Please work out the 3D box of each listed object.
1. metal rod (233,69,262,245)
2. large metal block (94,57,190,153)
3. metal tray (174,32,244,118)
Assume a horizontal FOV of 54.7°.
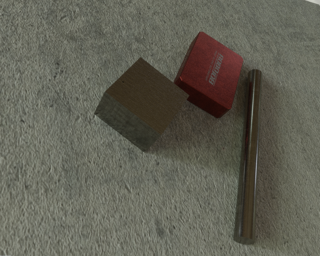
[{"bbox_3d":[0.136,0.021,0.463,0.025,0.025,0.300,26,53,-12],"label":"metal rod"},{"bbox_3d":[-0.022,-0.030,0.394,0.080,0.050,0.080,38,51,-3],"label":"large metal block"},{"bbox_3d":[0.080,-0.088,0.497,0.090,0.030,0.130,30,52,-9],"label":"metal tray"}]
